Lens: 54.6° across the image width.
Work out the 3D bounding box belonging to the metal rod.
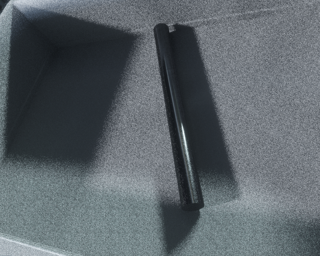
[{"bbox_3d":[0.019,-0.037,0.419,0.025,0.025,0.300,-20,54,17],"label":"metal rod"}]
